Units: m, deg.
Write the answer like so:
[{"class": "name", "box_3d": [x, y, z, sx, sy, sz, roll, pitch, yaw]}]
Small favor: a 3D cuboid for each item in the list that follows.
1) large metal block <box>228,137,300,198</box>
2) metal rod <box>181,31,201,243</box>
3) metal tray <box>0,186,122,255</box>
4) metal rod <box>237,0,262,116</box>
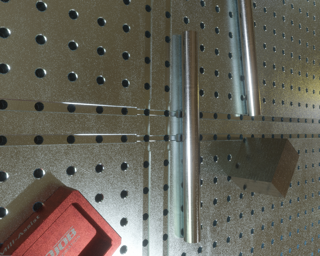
[{"class": "large metal block", "box_3d": [0.174, 0.063, 0.519, 0.050, 0.080, 0.080, 44, 64, -31]}, {"class": "metal rod", "box_3d": [0.045, 0.013, 0.446, 0.025, 0.025, 0.298, -2, 91, -40]}, {"class": "metal tray", "box_3d": [-0.111, 0.136, 0.313, 0.131, 0.030, 0.090, -48, 119, -29]}, {"class": "metal rod", "box_3d": [0.150, -0.170, 0.534, 0.025, 0.025, 0.298, -12, 98, -40]}]
